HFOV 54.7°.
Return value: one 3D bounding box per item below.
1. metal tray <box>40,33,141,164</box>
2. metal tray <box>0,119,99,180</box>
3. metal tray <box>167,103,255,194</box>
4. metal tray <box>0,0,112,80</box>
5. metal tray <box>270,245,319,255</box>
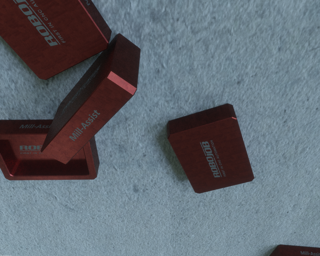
[{"bbox_3d":[-0.074,-0.031,0.336,0.030,0.090,0.130,34,122,-25],"label":"metal tray"},{"bbox_3d":[-0.156,0.032,0.428,0.131,0.030,0.089,-1,130,0],"label":"metal tray"},{"bbox_3d":[0.073,0.034,0.434,0.090,0.030,0.130,-17,129,13],"label":"metal tray"},{"bbox_3d":[-0.120,-0.119,0.301,0.090,0.030,0.130,-22,127,17],"label":"metal tray"},{"bbox_3d":[0.298,0.287,0.652,0.131,0.030,0.089,7,130,-7],"label":"metal tray"}]
